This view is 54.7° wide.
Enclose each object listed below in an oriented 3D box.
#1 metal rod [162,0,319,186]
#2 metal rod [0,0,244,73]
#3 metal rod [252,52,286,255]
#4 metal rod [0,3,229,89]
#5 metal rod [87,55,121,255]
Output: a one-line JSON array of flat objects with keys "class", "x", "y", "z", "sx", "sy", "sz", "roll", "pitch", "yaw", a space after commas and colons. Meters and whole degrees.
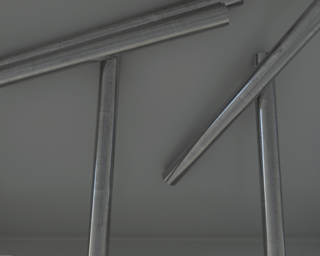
[{"class": "metal rod", "x": 0.096, "y": -0.033, "z": 0.372, "sx": 0.025, "sy": 0.025, "sz": 0.298, "roll": 32, "pitch": 117, "yaw": -12}, {"class": "metal rod", "x": -0.053, "y": -0.114, "z": 0.368, "sx": 0.301, "sy": 0.025, "sz": 0.025, "roll": -15, "pitch": 110, "yaw": 5}, {"class": "metal rod", "x": 0.133, "y": 0.059, "z": 0.375, "sx": 0.025, "sy": 0.025, "sz": 0.298, "roll": -3, "pitch": 87, "yaw": 0}, {"class": "metal rod", "x": -0.073, "y": -0.088, "z": 0.353, "sx": 0.301, "sy": 0.025, "sz": 0.025, "roll": -14, "pitch": 110, "yaw": 4}, {"class": "metal rod", "x": -0.068, "y": 0.057, "z": 0.371, "sx": 0.025, "sy": 0.025, "sz": 0.298, "roll": 3, "pitch": 87, "yaw": -2}]
